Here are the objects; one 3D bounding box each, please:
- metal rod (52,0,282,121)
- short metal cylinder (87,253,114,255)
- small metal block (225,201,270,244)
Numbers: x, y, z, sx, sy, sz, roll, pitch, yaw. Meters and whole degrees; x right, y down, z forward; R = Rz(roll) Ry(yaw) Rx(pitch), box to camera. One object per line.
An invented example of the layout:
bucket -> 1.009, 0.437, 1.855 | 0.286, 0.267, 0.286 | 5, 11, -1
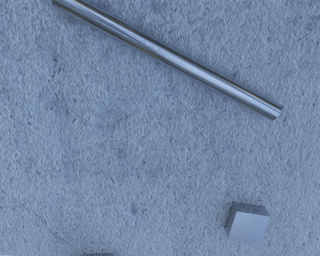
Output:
metal rod -> 0.017, -0.085, 0.378 | 0.301, 0.025, 0.025 | 26, 108, -10
short metal cylinder -> -0.095, 0.238, 0.467 | 0.081, 0.080, 0.050 | -2, 110, 0
small metal block -> 0.130, 0.142, 0.464 | 0.050, 0.025, 0.050 | 10, 110, -4
